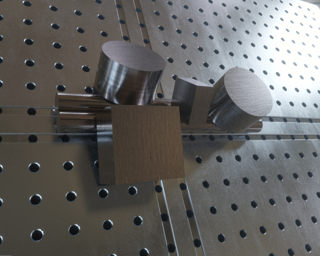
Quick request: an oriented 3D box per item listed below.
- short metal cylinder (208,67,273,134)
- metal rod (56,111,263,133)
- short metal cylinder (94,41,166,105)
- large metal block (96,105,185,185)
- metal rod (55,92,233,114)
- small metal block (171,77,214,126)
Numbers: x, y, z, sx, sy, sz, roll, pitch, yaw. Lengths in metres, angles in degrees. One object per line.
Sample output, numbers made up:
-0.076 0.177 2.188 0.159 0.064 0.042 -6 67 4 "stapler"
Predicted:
0.110 -0.039 0.439 0.081 0.050 0.080 14 56 -21 "short metal cylinder"
0.020 -0.006 0.418 0.303 0.025 0.025 0 62 -28 "metal rod"
-0.038 -0.069 0.391 0.081 0.050 0.080 15 33 -9 "short metal cylinder"
-0.023 0.019 0.346 0.081 0.050 0.080 -1 82 -29 "large metal block"
0.014 -0.028 0.428 0.303 0.025 0.025 0 62 -28 "metal rod"
0.039 -0.034 0.393 0.025 0.050 0.050 1 19 -28 "small metal block"
